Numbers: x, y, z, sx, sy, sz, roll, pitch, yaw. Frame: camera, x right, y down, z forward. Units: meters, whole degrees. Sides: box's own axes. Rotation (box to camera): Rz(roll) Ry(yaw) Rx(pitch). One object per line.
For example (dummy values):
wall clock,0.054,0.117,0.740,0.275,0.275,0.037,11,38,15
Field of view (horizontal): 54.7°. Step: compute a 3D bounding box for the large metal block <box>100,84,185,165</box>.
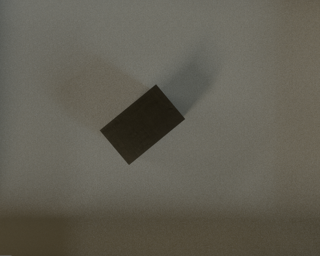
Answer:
large metal block,-0.019,-0.004,0.381,0.080,0.080,0.050,-40,90,0
